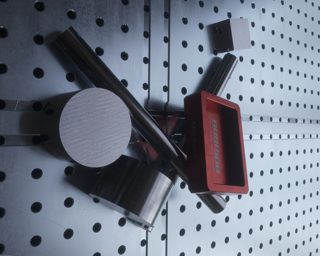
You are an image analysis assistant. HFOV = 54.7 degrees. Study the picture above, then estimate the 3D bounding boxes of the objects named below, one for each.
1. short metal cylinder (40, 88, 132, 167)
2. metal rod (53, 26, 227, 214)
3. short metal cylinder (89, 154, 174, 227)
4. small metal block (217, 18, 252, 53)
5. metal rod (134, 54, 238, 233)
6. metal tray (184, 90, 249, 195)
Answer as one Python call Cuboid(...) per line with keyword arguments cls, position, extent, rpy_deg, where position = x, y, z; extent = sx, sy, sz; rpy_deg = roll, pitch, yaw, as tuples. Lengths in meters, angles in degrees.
Cuboid(cls="short metal cylinder", position=(-0.078, -0.001, 0.329), extent=(0.081, 0.050, 0.079), rpy_deg=(0, 90, -40))
Cuboid(cls="metal rod", position=(-0.010, 0.005, 0.380), extent=(0.300, 0.025, 0.025), rpy_deg=(48, 61, -22))
Cuboid(cls="short metal cylinder", position=(-0.031, 0.070, 0.349), extent=(0.080, 0.080, 0.050), rpy_deg=(42, 65, -33))
Cuboid(cls="small metal block", position=(0.125, -0.154, 0.516), extent=(0.050, 0.025, 0.050), rpy_deg=(-17, 101, -39))
Cuboid(cls="metal rod", position=(0.047, 0.007, 0.450), extent=(0.025, 0.025, 0.300), rpy_deg=(45, 63, -31))
Cuboid(cls="metal tray", position=(0.076, 0.023, 0.416), extent=(0.091, 0.030, 0.129), rpy_deg=(14, 67, -41))
